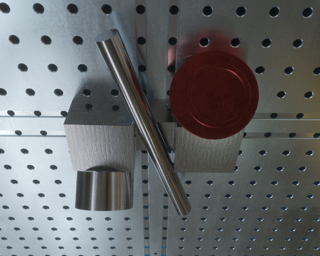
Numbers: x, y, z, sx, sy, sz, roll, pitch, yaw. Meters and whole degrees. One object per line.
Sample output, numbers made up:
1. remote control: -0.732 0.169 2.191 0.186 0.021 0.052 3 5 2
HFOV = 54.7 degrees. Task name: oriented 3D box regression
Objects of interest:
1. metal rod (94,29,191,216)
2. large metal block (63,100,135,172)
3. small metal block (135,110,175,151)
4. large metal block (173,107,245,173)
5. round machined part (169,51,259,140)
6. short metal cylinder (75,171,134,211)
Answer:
1. metal rod: -0.008 0.018 0.393 0.025 0.025 0.299 -14 129 11
2. large metal block: -0.073 0.011 0.405 0.081 0.050 0.079 1 130 -2
3. small metal block: -0.006 0.004 0.415 0.050 0.025 0.050 0 130 -1
4. large metal block: 0.059 0.013 0.408 0.081 0.050 0.079 1 130 -1
5. round machined part: 0.060 -0.035 0.339 0.099 0.042 0.097 0 95 -1
6. short metal cylinder: -0.078 0.087 0.440 0.081 0.050 0.080 1 173 0
